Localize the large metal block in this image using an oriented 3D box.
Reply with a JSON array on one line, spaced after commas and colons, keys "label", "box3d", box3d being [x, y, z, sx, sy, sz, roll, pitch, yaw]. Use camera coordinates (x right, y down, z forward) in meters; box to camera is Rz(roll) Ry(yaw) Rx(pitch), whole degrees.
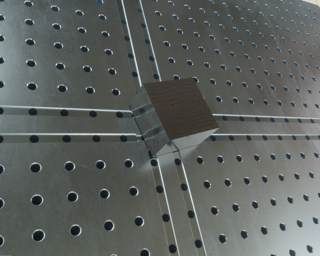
[{"label": "large metal block", "box3d": [0.018, -0.016, 0.409, 0.081, 0.050, 0.080, -13, 69, -33]}]
